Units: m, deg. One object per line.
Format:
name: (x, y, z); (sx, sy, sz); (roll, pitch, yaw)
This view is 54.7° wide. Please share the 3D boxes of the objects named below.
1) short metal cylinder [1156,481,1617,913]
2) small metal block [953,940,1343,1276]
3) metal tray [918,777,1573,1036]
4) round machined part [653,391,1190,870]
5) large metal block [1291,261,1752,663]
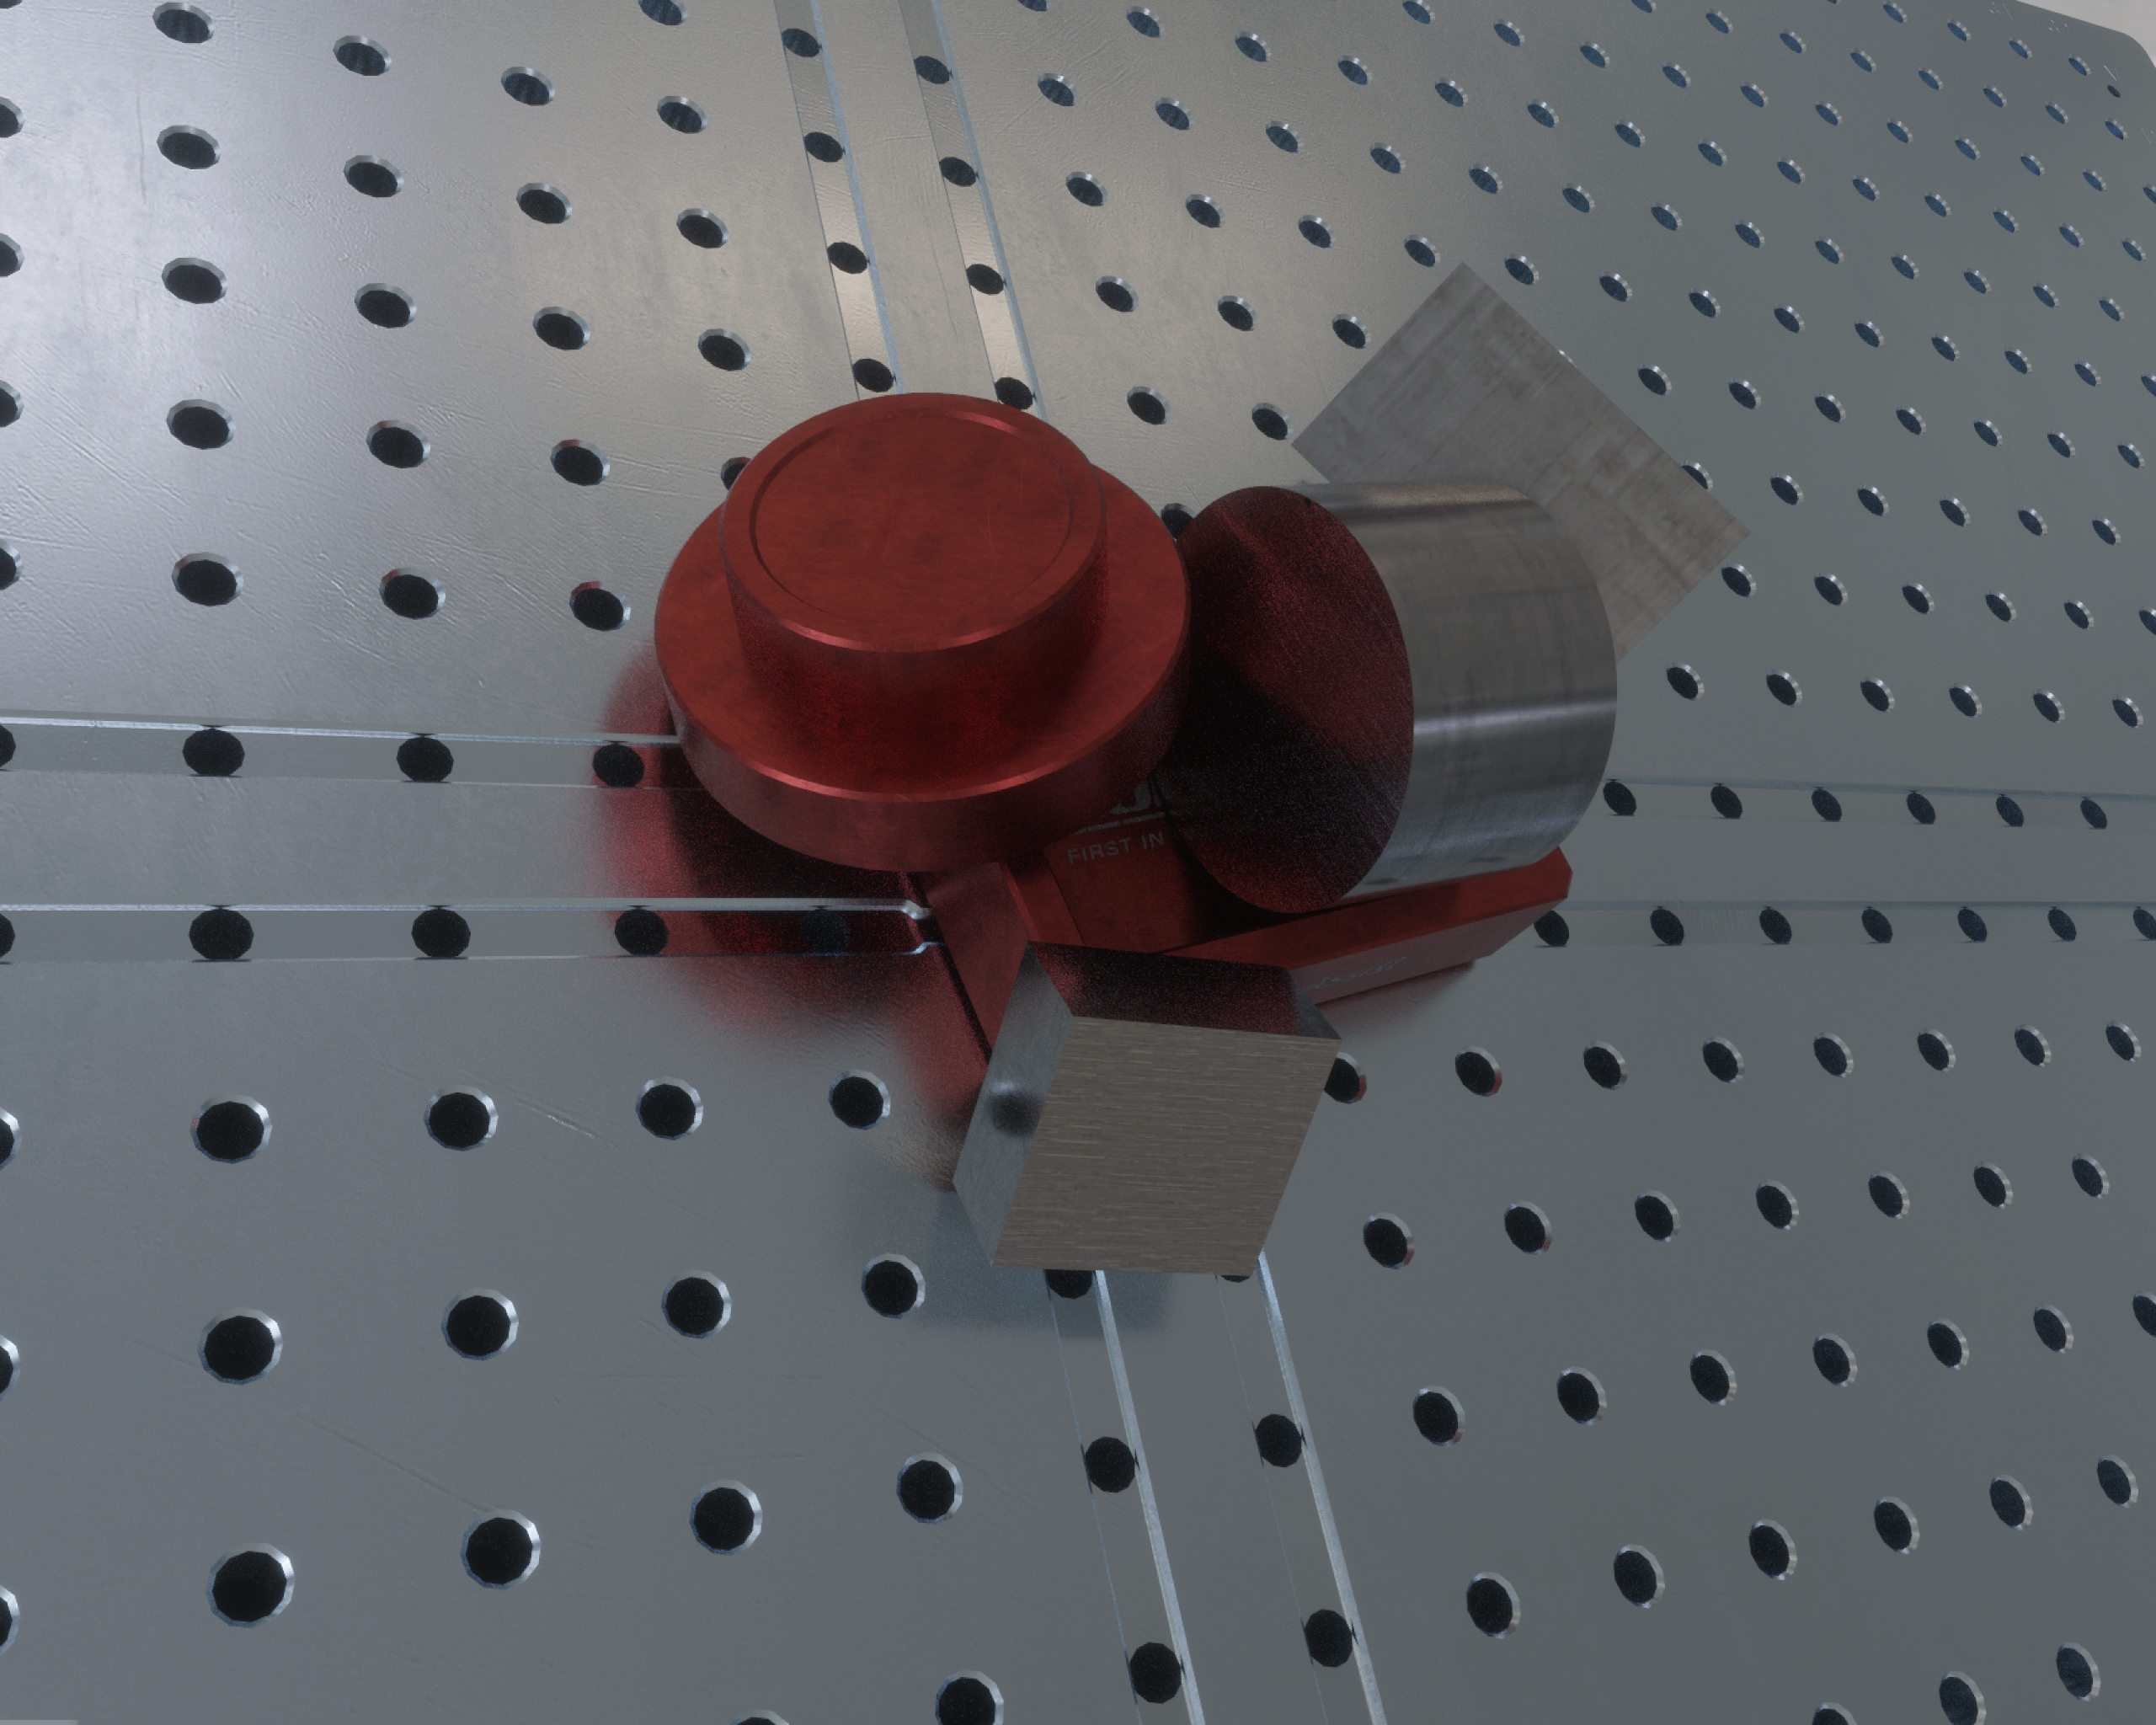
short metal cylinder: (0.056, -0.033, 0.403); (0.050, 0.080, 0.080); (-9, 67, -33)
small metal block: (0.011, 0.044, 0.364); (0.050, 0.050, 0.025); (7, 24, -24)
metal tray: (0.029, -0.014, 0.427); (0.131, 0.030, 0.090); (-12, 68, -33)
round machined part: (-0.029, -0.049, 0.383); (0.099, 0.042, 0.098); (-1, 51, 1)
large metal block: (0.098, -0.083, 0.466); (0.080, 0.050, 0.080); (44, 15, 1)
